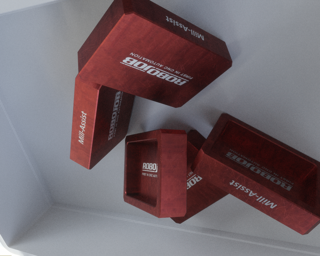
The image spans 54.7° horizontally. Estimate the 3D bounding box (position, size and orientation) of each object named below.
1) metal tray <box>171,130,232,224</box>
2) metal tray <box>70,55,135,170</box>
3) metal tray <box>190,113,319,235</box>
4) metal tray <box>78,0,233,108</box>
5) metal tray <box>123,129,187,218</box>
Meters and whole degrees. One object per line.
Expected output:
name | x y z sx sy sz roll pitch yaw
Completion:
metal tray | 0.035 0.072 0.431 0.090 0.030 0.129 43 129 -2
metal tray | -0.068 -0.021 0.387 0.030 0.090 0.129 27 129 13
metal tray | 0.109 0.043 0.335 0.130 0.090 0.030 29 128 9
metal tray | -0.003 -0.069 0.312 0.131 0.030 0.090 14 142 -37
metal tray | -0.011 0.051 0.373 0.130 0.030 0.090 168 105 -67
